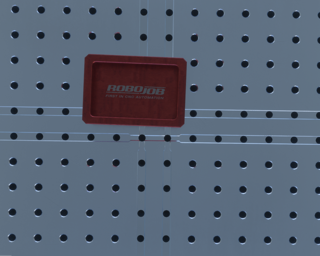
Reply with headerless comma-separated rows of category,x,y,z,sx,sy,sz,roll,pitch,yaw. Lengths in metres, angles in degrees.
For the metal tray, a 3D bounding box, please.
metal tray,-0.032,-0.048,0.410,0.131,0.030,0.089,2,90,-1
